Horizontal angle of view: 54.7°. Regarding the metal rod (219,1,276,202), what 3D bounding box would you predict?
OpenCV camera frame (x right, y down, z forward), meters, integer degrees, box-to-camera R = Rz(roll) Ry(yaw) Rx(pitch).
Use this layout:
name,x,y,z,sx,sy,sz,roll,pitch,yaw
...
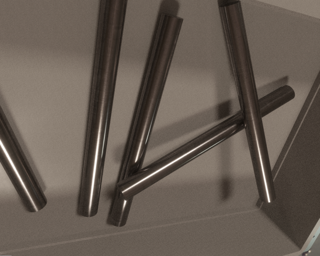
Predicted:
name,x,y,z,sx,sy,sz,roll,pitch,yaw
metal rod,0.127,-0.019,0.428,0.025,0.025,0.298,-25,116,-13

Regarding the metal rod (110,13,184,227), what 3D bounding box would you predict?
name,x,y,z,sx,sy,sz,roll,pitch,yaw
metal rod,-0.024,0.007,0.401,0.025,0.025,0.298,2,118,-30

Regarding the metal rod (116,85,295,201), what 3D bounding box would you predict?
name,x,y,z,sx,sy,sz,roll,pitch,yaw
metal rod,0.076,0.013,0.442,0.302,0.025,0.025,-29,129,-18

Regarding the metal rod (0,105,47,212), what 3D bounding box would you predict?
name,x,y,z,sx,sy,sz,roll,pitch,yaw
metal rod,-0.171,-0.026,0.298,0.025,0.025,0.298,-21,127,-17

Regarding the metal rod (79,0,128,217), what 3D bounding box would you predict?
name,x,y,z,sx,sy,sz,roll,pitch,yaw
metal rod,-0.069,-0.017,0.361,0.025,0.025,0.298,-2,120,-28
